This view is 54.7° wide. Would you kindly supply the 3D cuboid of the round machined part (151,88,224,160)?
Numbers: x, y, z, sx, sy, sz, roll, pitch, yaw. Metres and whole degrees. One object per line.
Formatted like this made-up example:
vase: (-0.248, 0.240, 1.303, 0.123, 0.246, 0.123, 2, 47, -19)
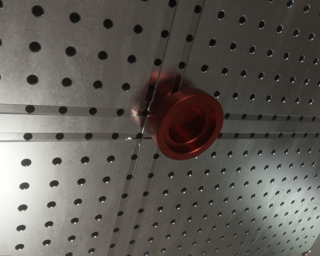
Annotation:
round machined part: (0.032, -0.009, 0.414, 0.099, 0.042, 0.097, -14, 125, -21)
